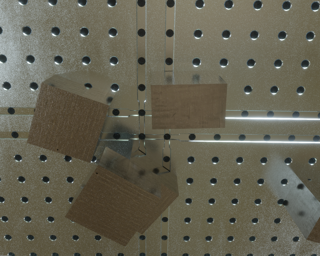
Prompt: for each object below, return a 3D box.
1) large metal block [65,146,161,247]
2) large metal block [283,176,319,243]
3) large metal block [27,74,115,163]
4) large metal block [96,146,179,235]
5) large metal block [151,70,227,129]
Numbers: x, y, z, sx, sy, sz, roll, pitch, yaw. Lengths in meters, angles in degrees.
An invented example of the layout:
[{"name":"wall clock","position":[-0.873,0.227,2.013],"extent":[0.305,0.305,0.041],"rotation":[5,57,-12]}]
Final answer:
[{"name":"large metal block","position":[-0.054,0.083,0.377],"extent":[0.080,0.050,0.080],"rotation":[31,107,-11]},{"name":"large metal block","position":[0.233,0.119,0.431],"extent":[0.080,0.080,0.050],"rotation":[16,109,-7]},{"name":"large metal block","position":[-0.111,-0.013,0.394],"extent":[0.080,0.050,0.079],"rotation":[19,109,-7]},{"name":"large metal block","position":[-0.032,0.086,0.432],"extent":[0.080,0.050,0.080],"rotation":[36,106,-13]},{"name":"large metal block","position":[0.031,-0.036,0.371],"extent":[0.081,0.080,0.050],"rotation":[-1,110,0]}]
